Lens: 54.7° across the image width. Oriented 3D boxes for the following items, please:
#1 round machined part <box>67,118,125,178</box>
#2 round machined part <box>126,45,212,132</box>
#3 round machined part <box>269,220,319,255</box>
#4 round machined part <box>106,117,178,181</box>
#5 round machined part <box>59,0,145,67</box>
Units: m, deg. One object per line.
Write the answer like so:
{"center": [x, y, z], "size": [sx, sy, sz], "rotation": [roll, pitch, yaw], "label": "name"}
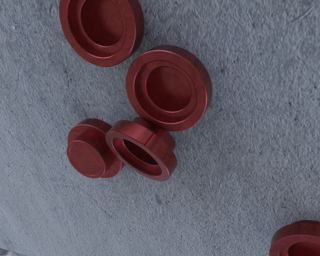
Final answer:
{"center": [-0.102, 0.038, 0.473], "size": [0.098, 0.042, 0.097], "rotation": [13, 124, 21], "label": "round machined part"}
{"center": [0.013, -0.048, 0.359], "size": [0.098, 0.042, 0.097], "rotation": [13, 124, 21], "label": "round machined part"}
{"center": [0.192, 0.156, 0.391], "size": [0.098, 0.042, 0.097], "rotation": [13, 124, 21], "label": "round machined part"}
{"center": [-0.019, 0.023, 0.405], "size": [0.098, 0.042, 0.098], "rotation": [27, 152, 17], "label": "round machined part"}
{"center": [-0.061, -0.123, 0.352], "size": [0.098, 0.042, 0.097], "rotation": [13, 124, 21], "label": "round machined part"}
